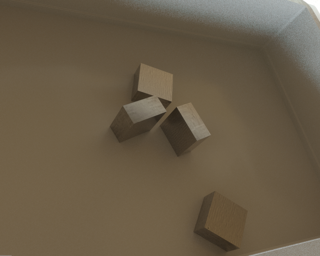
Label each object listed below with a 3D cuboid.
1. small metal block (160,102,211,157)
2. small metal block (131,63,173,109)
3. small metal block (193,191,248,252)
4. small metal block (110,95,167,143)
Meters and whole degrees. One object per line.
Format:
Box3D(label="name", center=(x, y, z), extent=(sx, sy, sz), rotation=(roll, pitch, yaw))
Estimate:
Box3D(label="small metal block", center=(0.032, 0.003, 0.407), extent=(0.025, 0.050, 0.050), rotation=(-19, 72, -36))
Box3D(label="small metal block", center=(-0.011, -0.058, 0.437), extent=(0.050, 0.025, 0.050), rotation=(16, 55, -19))
Box3D(label="small metal block", center=(0.075, 0.114, 0.378), extent=(0.050, 0.025, 0.050), rotation=(32, 51, -8))
Box3D(label="small metal block", center=(-0.028, -0.011, 0.383), extent=(0.050, 0.050, 0.025), rotation=(-22, 74, -36))
